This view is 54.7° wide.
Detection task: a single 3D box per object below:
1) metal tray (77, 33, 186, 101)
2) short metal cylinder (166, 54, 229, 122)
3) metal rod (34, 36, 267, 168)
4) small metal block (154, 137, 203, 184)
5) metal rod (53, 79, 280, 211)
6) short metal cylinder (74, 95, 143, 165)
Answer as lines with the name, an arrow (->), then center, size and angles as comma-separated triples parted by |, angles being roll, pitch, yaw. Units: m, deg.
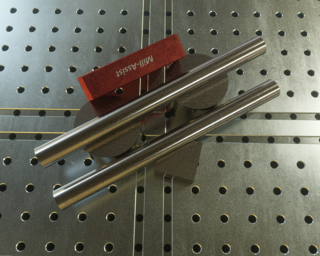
metal tray -> -0.041, -0.079, 0.404 | 0.131, 0.090, 0.030 | -27, 105, -10
short metal cylinder -> 0.047, -0.053, 0.419 | 0.081, 0.050, 0.080 | 0, 70, 0
metal rod -> -0.002, -0.036, 0.371 | 0.302, 0.025, 0.025 | -28, 73, -10
small metal block -> 0.023, 0.039, 0.397 | 0.050, 0.025, 0.050 | 14, 71, 4
metal rod -> 0.016, 0.015, 0.379 | 0.302, 0.025, 0.025 | -27, 73, -10
short metal cylinder -> -0.063, 0.005, 0.396 | 0.081, 0.050, 0.080 | 0, 70, 0
